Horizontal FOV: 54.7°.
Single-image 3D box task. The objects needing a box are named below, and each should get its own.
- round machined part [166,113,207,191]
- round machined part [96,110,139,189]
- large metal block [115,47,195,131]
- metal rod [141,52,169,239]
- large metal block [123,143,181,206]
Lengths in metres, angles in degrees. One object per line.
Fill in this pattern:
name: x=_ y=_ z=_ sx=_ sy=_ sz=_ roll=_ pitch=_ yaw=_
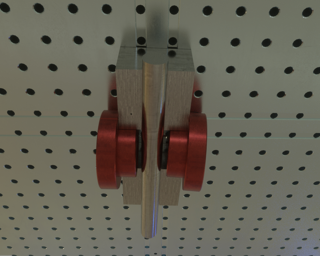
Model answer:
round machined part: x=0.031 y=0.029 z=0.388 sx=0.042 sy=0.098 sz=0.097 roll=4 pitch=130 yaw=2
round machined part: x=-0.049 y=0.027 z=0.385 sx=0.042 sy=0.098 sz=0.097 roll=2 pitch=130 yaw=-1
large metal block: x=-0.006 y=-0.044 z=0.357 sx=0.081 sy=0.050 sz=0.079 roll=2 pitch=130 yaw=-2
metal rod: x=-0.011 y=0.048 z=0.386 sx=0.025 sy=0.025 sz=0.298 roll=2 pitch=130 yaw=-2
large metal block: x=-0.012 y=0.068 z=0.452 sx=0.081 sy=0.050 sz=0.079 roll=2 pitch=130 yaw=-2
